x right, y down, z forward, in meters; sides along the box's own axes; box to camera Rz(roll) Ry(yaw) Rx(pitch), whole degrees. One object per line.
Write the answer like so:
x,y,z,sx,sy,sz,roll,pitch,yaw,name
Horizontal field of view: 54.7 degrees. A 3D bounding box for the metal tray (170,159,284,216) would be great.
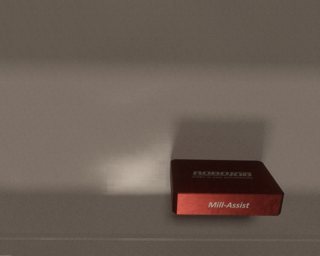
0.080,0.075,0.405,0.131,0.090,0.030,1,110,-1,metal tray
